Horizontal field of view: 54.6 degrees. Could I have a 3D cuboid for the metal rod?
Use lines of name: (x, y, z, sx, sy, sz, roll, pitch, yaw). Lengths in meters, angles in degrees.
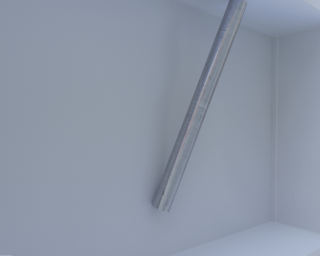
metal rod: (0.054, -0.034, 0.416, 0.025, 0.025, 0.299, 24, 85, -38)
